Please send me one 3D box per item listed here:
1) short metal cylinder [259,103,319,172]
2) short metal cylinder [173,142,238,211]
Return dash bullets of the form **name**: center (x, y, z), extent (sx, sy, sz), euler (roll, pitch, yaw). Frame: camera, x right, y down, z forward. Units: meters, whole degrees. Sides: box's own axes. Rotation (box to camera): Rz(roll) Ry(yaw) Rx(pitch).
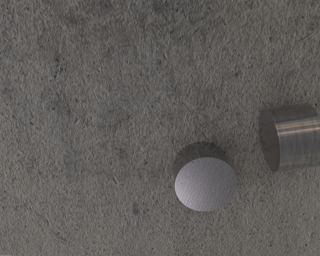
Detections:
- **short metal cylinder**: center (0.161, 0.012, 0.386), extent (0.050, 0.080, 0.079), euler (-8, 110, 3)
- **short metal cylinder**: center (0.059, 0.065, 0.421), extent (0.081, 0.050, 0.079), euler (0, 110, 0)
